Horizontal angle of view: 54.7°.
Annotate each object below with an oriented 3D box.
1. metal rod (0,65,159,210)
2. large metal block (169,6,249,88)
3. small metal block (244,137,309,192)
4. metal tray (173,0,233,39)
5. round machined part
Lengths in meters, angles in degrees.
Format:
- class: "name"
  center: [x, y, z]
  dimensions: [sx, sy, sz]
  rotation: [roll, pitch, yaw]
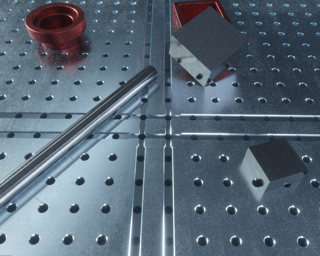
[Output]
- class: "metal rod"
  center: [-0.105, 0.004, 0.402]
  dimensions: [0.025, 0.025, 0.301]
  rotation: [31, 56, 23]
- class: "large metal block"
  center: [0.072, -0.124, 0.472]
  dimensions: [0.080, 0.050, 0.080]
  rotation: [-41, 78, -15]
- class: "small metal block"
  center: [0.138, 0.043, 0.373]
  dimensions: [0.050, 0.025, 0.050]
  rotation: [-14, 52, -12]
- class: "metal tray"
  center: [0.078, -0.184, 0.560]
  dimensions: [0.091, 0.030, 0.130]
  rotation: [-6, 50, -6]
- class: "round machined part"
  center: [-0.178, -0.175, 0.541]
  dimensions: [0.099, 0.042, 0.098]
  rotation: [0, 50, 0]
